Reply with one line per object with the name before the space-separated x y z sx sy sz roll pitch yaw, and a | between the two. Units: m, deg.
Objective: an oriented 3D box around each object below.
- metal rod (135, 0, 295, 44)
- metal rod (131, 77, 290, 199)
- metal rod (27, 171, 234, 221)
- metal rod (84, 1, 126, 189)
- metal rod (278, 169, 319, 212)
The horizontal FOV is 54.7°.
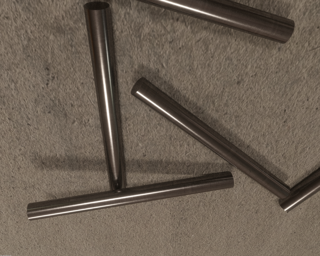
metal rod | -0.012 -0.132 0.294 0.302 0.025 0.025 12 129 -11
metal rod | 0.086 0.026 0.430 0.301 0.025 0.025 34 122 -26
metal rod | -0.039 0.100 0.462 0.302 0.025 0.025 -8 130 -6
metal rod | -0.064 -0.007 0.400 0.025 0.025 0.298 0 130 -1
metal rod | 0.285 0.032 0.438 0.025 0.025 0.298 24 126 -20
